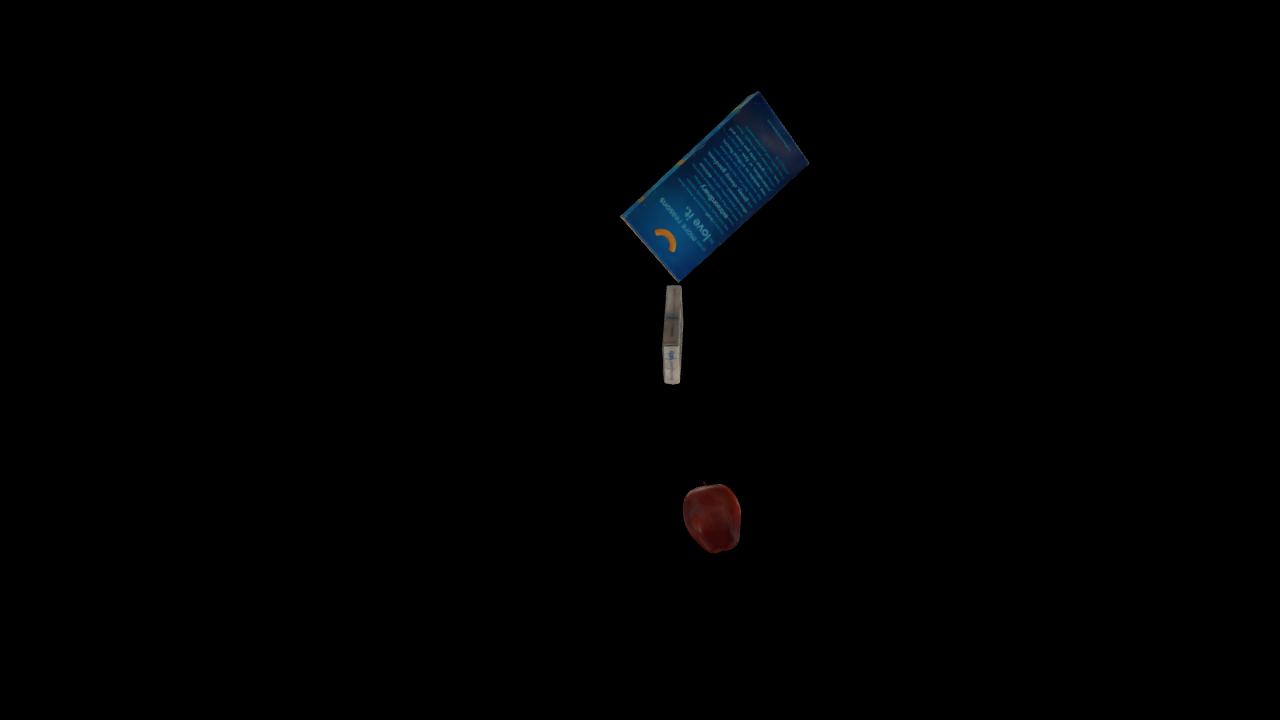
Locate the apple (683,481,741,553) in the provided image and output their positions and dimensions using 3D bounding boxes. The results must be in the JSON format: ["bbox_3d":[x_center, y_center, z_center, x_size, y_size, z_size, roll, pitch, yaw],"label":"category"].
[{"bbox_3d":[0.096,0.208,0.819,0.079,0.093,0.079,-14,-14,-4],"label":"apple"}]

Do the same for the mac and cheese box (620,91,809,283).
[{"bbox_3d":[0.077,-0.178,0.644,0.184,0.093,0.041,-42,20,4],"label":"mac and cheese box"}]

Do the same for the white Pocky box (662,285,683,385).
[{"bbox_3d":[0.054,-0.044,0.994,0.028,0.084,0.154,0,43,6],"label":"white Pocky box"}]
